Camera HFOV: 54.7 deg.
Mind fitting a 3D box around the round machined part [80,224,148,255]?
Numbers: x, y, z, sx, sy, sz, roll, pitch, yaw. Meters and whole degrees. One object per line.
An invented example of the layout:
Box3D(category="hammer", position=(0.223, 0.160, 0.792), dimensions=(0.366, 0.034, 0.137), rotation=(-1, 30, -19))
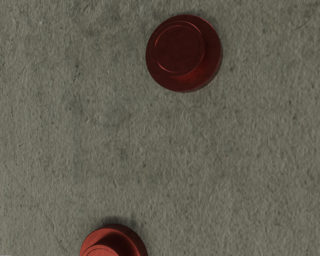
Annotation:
Box3D(category="round machined part", position=(-0.069, 0.186, 0.423), dimensions=(0.098, 0.042, 0.097), rotation=(0, 90, 19))

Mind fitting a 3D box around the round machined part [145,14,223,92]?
Box3D(category="round machined part", position=(0.027, -0.095, 0.390), dimensions=(0.098, 0.042, 0.097), rotation=(0, 90, 19))
